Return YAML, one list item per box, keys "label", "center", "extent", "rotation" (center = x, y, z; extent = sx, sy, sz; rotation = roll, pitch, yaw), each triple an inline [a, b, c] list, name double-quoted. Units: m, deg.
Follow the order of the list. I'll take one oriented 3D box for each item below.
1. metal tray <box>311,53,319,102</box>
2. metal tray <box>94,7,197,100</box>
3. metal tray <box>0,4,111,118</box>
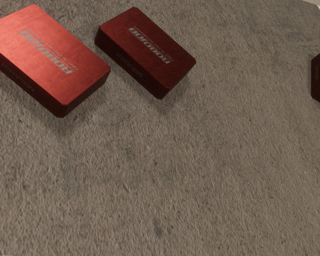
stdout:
- label: "metal tray"
  center: [0.370, -0.095, 0.662]
  extent: [0.090, 0.030, 0.130]
  rotation: [30, 52, -10]
- label: "metal tray"
  center: [-0.019, -0.114, 0.461]
  extent: [0.130, 0.030, 0.090]
  rotation: [42, 51, 0]
- label: "metal tray"
  center: [-0.138, -0.084, 0.378]
  extent: [0.130, 0.030, 0.090]
  rotation: [40, 51, -1]
